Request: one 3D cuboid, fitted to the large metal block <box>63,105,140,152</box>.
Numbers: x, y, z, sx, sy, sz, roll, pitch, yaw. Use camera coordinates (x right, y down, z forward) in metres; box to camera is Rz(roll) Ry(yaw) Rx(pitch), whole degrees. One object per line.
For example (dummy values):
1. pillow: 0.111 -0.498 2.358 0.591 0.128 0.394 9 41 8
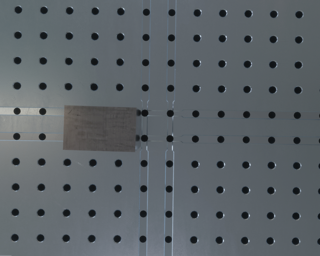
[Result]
1. large metal block: -0.067 0.001 0.385 0.080 0.080 0.050 2 90 0
